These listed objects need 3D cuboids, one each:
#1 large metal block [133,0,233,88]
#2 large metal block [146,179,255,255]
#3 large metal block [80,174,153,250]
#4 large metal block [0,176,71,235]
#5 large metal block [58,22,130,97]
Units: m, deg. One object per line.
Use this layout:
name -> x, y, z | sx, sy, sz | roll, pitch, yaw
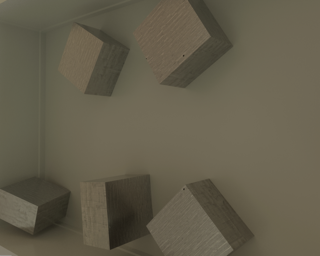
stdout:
large metal block -> 0.025, -0.105, 0.368 | 0.080, 0.050, 0.080 | -39, 66, 32
large metal block -> 0.043, 0.117, 0.353 | 0.080, 0.050, 0.080 | -52, 60, 27
large metal block -> -0.056, 0.107, 0.415 | 0.050, 0.081, 0.080 | -8, 85, 39
large metal block -> -0.215, 0.129, 0.531 | 0.080, 0.080, 0.050 | 17, 102, 18
large metal block -> -0.103, -0.104, 0.473 | 0.080, 0.050, 0.079 | 39, 114, 32
